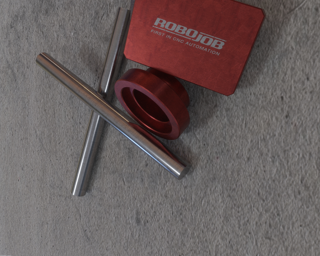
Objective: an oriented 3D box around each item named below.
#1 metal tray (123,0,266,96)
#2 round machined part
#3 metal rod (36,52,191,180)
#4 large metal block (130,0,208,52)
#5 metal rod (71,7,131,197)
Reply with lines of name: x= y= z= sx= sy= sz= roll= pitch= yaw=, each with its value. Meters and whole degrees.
metal tray: x=0.033 y=-0.099 z=0.330 sx=0.130 sy=0.030 sz=0.089 roll=23 pitch=116 yaw=12
round machined part: x=-0.004 y=-0.034 z=0.372 sx=0.098 sy=0.098 sz=0.042 roll=24 pitch=63 yaw=37
metal rod: x=-0.079 y=-0.028 z=0.439 sx=0.300 sy=0.025 sz=0.025 roll=37 pitch=113 yaw=24
large metal block: x=0.010 y=-0.137 z=0.378 sx=0.080 sy=0.050 sz=0.079 roll=2 pitch=91 yaw=39
metal rod: x=-0.091 y=-0.031 z=0.477 sx=0.025 sy=0.025 sz=0.298 roll=28 pitch=107 yaw=36
